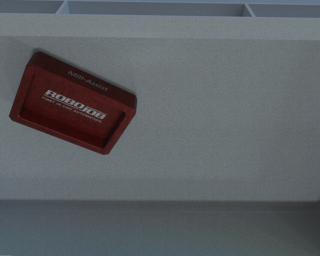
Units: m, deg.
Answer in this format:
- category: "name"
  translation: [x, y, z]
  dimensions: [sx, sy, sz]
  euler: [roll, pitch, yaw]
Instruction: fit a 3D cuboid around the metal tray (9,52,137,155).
- category: "metal tray"
  translation: [-0.105, -0.025, 0.383]
  dimensions: [0.131, 0.030, 0.090]
  euler: [24, 126, -19]
